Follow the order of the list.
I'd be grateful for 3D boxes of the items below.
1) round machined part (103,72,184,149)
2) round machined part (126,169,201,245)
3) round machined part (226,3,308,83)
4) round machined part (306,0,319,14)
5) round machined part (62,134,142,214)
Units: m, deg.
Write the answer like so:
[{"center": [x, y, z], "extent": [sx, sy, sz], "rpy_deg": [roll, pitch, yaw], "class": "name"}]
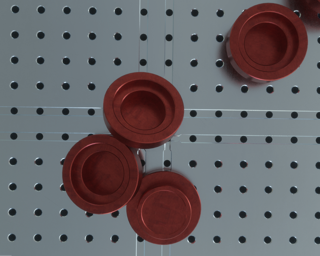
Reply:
[{"center": [-0.022, -0.019, 0.392], "extent": [0.099, 0.042, 0.098], "rpy_deg": [5, 65, -10], "class": "round machined part"}, {"center": [0.005, 0.105, 0.405], "extent": [0.099, 0.042, 0.097], "rpy_deg": [0, 90, -1], "class": "round machined part"}, {"center": [0.136, -0.108, 0.407], "extent": [0.099, 0.042, 0.097], "rpy_deg": [0, 90, -1], "class": "round machined part"}, {"center": [0.234, -0.192, 0.408], "extent": [0.099, 0.042, 0.097], "rpy_deg": [0, 90, -1], "class": "round machined part"}, {"center": [-0.070, 0.057, 0.398], "extent": [0.098, 0.042, 0.097], "rpy_deg": [-1, 86, 10], "class": "round machined part"}]
